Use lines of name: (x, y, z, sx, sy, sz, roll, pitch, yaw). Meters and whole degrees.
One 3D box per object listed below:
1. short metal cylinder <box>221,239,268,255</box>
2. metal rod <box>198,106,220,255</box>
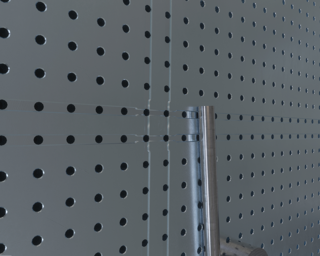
short metal cylinder: (0.135, 0.230, 0.507, 0.081, 0.050, 0.079, 0, 90, -40)
metal rod: (0.077, 0.116, 0.474, 0.025, 0.025, 0.298, -5, 93, -40)
